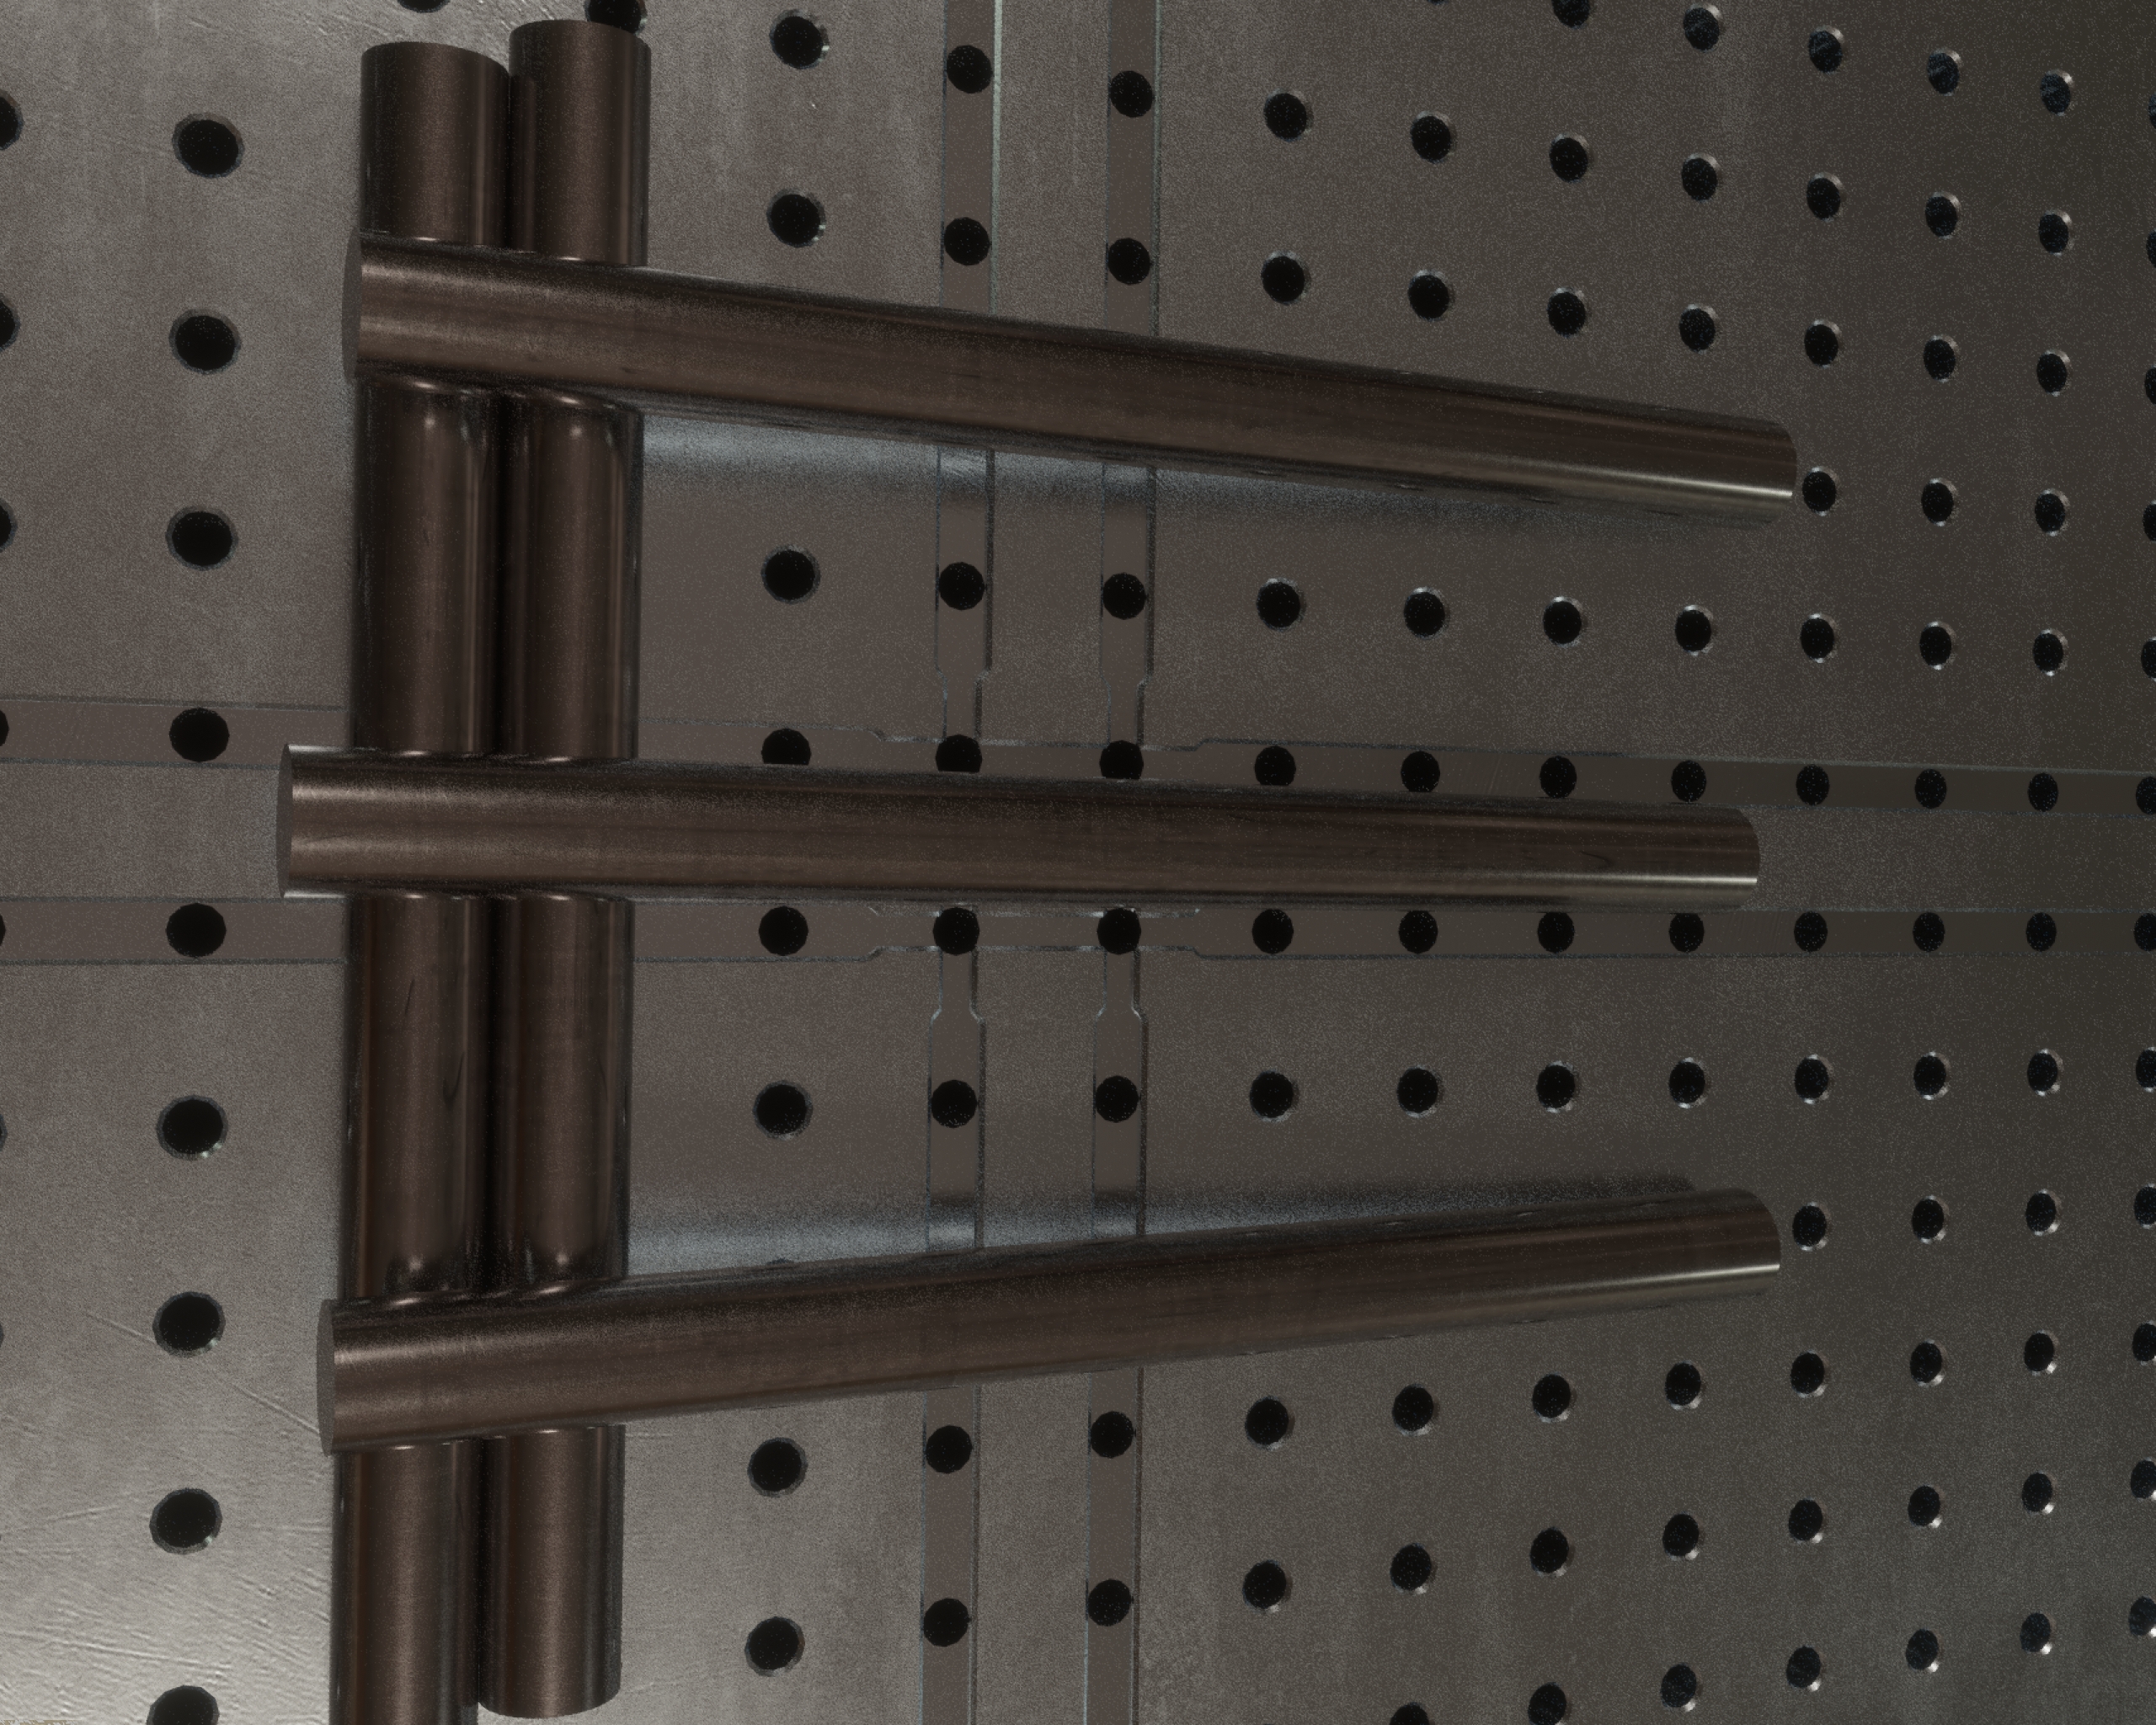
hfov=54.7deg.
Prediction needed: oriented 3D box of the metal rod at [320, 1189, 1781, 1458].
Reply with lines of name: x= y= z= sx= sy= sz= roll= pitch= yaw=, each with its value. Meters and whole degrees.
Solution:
metal rod: x=0.014 y=0.085 z=0.404 sx=0.303 sy=0.025 sz=0.025 roll=1 pitch=90 yaw=-26

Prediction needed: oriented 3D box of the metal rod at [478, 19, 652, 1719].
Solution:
metal rod: x=-0.093 y=0.001 z=0.378 sx=0.025 sy=0.025 sz=0.298 roll=1 pitch=90 yaw=-20

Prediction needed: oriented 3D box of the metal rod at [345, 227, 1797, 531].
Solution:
metal rod: x=0.018 y=-0.089 z=0.405 sx=0.303 sy=0.025 sz=0.025 roll=1 pitch=90 yaw=-26

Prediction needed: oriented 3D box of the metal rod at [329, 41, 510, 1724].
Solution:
metal rod: x=-0.117 y=0.008 z=0.369 sx=0.025 sy=0.025 sz=0.298 roll=1 pitch=90 yaw=-20

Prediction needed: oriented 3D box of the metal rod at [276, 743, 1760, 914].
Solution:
metal rod: x=0.009 y=-0.004 z=0.401 sx=0.303 sy=0.025 sz=0.025 roll=1 pitch=90 yaw=-26
